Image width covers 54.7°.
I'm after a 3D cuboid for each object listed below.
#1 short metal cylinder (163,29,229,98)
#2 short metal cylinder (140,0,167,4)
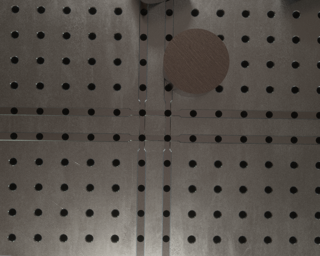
[{"bbox_3d":[0.044,-0.081,0.401,0.081,0.050,0.079,0,90,-1],"label":"short metal cylinder"},{"bbox_3d":[0.003,-0.200,0.386,0.080,0.080,0.050,-21,90,0],"label":"short metal cylinder"}]
